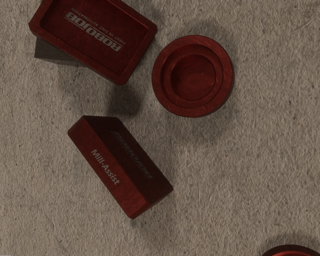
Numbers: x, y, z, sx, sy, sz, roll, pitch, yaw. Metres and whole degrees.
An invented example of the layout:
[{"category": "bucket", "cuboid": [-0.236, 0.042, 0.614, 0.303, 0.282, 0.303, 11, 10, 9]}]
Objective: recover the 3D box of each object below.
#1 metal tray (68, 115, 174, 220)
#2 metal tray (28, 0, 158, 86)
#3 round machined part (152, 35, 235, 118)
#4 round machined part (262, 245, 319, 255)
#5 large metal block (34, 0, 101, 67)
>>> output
[{"category": "metal tray", "cuboid": [-0.046, 0.043, 0.389, 0.030, 0.090, 0.130, -43, 77, 15]}, {"category": "metal tray", "cuboid": [-0.081, -0.123, 0.389, 0.131, 0.030, 0.090, 31, 87, -16]}, {"category": "round machined part", "cuboid": [0.043, -0.061, 0.384, 0.098, 0.042, 0.097, 0, 90, 19]}, {"category": "round machined part", "cuboid": [0.153, 0.187, 0.346, 0.098, 0.042, 0.097, 0, 90, 19]}, {"category": "large metal block", "cuboid": [-0.123, -0.131, 0.438, 0.080, 0.050, 0.079, 10, 93, 19]}]
